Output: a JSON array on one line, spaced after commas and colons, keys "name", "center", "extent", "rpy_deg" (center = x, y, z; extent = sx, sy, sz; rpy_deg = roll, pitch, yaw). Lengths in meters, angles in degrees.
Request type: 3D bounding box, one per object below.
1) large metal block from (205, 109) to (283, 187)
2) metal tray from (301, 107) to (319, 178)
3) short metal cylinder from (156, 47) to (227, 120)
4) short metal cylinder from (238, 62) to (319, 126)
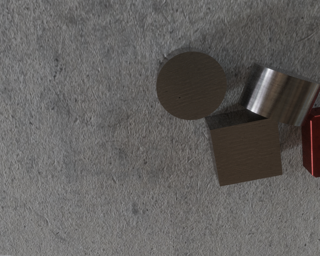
[{"name": "large metal block", "center": [0.108, 0.022, 0.406], "extent": [0.080, 0.050, 0.080], "rpy_deg": [-12, 110, 4]}, {"name": "metal tray", "center": [0.262, 0.011, 0.414], "extent": [0.131, 0.030, 0.089], "rpy_deg": [-10, 110, 3]}, {"name": "short metal cylinder", "center": [0.036, -0.055, 0.377], "extent": [0.081, 0.050, 0.079], "rpy_deg": [0, 110, 0]}, {"name": "short metal cylinder", "center": [0.141, -0.042, 0.367], "extent": [0.080, 0.080, 0.050], "rpy_deg": [15, 110, -6]}]
